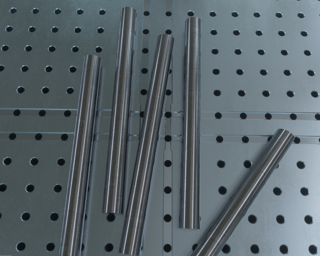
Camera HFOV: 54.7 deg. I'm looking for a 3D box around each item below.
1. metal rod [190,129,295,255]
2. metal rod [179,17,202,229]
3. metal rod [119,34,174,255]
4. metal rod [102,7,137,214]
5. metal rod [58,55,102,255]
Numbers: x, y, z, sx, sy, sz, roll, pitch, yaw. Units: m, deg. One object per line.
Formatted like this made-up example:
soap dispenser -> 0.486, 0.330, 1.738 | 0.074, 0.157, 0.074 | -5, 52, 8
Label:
metal rod -> 0.074, 0.120, 0.368 | 0.025, 0.025, 0.300 | 36, 74, 12
metal rod -> 0.043, -0.020, 0.419 | 0.025, 0.025, 0.299 | 3, 70, 1
metal rod -> -0.013, 0.007, 0.409 | 0.025, 0.025, 0.299 | 8, 70, 2
metal rod -> -0.052, -0.037, 0.424 | 0.025, 0.025, 0.299 | 2, 70, 0
metal rod -> -0.101, 0.042, 0.395 | 0.025, 0.025, 0.299 | 2, 70, 0
